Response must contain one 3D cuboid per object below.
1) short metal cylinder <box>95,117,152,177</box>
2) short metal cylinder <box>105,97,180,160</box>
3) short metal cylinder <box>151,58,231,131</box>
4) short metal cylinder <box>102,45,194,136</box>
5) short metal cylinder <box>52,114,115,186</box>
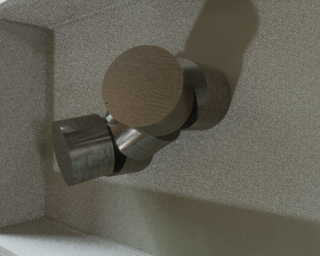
[{"bbox_3d":[-0.055,0.025,0.432,0.080,0.050,0.079,0,90,39],"label":"short metal cylinder"},{"bbox_3d":[-0.021,-0.007,0.384,0.050,0.081,0.080,-36,68,34],"label":"short metal cylinder"},{"bbox_3d":[0.034,-0.037,0.359,0.080,0.050,0.079,0,90,39],"label":"short metal cylinder"},{"bbox_3d":[-0.010,-0.035,0.310,0.080,0.050,0.080,-4,77,17],"label":"short metal cylinder"},{"bbox_3d":[-0.096,0.026,0.381,0.080,0.050,0.079,31,128,51],"label":"short metal cylinder"}]
